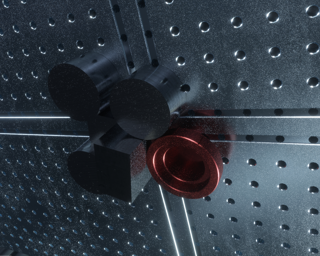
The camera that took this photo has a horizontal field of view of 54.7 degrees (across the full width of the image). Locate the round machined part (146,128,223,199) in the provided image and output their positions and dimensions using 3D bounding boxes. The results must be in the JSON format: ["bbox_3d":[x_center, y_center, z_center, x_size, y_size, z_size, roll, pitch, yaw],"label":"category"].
[{"bbox_3d":[0.035,0.042,0.407,0.098,0.042,0.097,13,124,21],"label":"round machined part"}]

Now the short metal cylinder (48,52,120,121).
[{"bbox_3d":[-0.100,-0.055,0.413,0.080,0.050,0.079,13,124,21],"label":"short metal cylinder"}]

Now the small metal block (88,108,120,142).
[{"bbox_3d":[-0.076,-0.002,0.450,0.050,0.025,0.050,14,124,20],"label":"small metal block"}]

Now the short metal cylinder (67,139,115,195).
[{"bbox_3d":[-0.094,0.056,0.479,0.080,0.050,0.079,13,124,21],"label":"short metal cylinder"}]

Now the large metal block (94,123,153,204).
[{"bbox_3d":[-0.042,0.039,0.418,0.050,0.080,0.079,15,125,20],"label":"large metal block"}]

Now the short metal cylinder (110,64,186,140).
[{"bbox_3d":[-0.014,-0.032,0.382,0.080,0.050,0.079,13,124,21],"label":"short metal cylinder"}]
